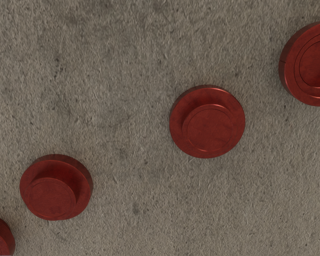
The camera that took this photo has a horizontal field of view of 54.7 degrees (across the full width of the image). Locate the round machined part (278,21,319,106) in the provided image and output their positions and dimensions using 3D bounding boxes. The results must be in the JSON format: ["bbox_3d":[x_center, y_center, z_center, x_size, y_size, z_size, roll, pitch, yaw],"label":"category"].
[{"bbox_3d":[0.192,-0.078,0.373,0.099,0.042,0.097,0,110,0],"label":"round machined part"}]

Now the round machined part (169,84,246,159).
[{"bbox_3d":[0.061,-0.004,0.400,0.099,0.042,0.097,0,110,0],"label":"round machined part"}]

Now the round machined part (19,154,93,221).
[{"bbox_3d":[-0.147,0.089,0.432,0.099,0.042,0.097,0,110,0],"label":"round machined part"}]

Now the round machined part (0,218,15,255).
[{"bbox_3d":[-0.265,0.168,0.460,0.099,0.042,0.097,0,110,0],"label":"round machined part"}]
